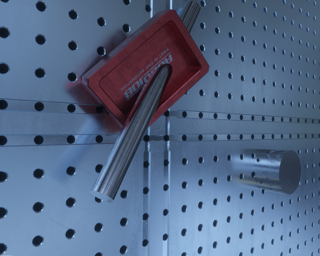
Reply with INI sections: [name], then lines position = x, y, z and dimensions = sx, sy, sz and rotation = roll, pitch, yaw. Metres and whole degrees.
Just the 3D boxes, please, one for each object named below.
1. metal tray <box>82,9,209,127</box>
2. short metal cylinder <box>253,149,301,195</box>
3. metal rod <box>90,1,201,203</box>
[metal tray]
position = -0.013, -0.064, 0.367
dimensions = 0.130, 0.030, 0.090
rotation = -43, 118, -10
[short metal cylinder]
position = 0.219, 0.080, 0.577
dimensions = 0.081, 0.050, 0.079
rotation = 0, 90, -40
[metal rod]
position = -0.005, -0.053, 0.375
dimensions = 0.025, 0.025, 0.300
rotation = 43, 55, -32
